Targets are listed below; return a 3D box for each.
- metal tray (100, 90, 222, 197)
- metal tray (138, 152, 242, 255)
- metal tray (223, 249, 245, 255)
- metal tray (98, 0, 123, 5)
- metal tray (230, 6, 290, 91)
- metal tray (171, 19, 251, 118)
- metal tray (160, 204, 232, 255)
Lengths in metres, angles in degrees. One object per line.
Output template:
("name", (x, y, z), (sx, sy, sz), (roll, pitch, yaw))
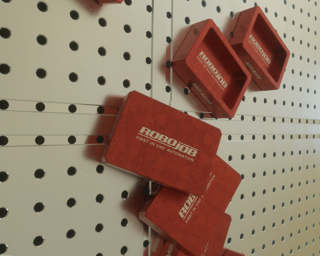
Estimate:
("metal tray", (0.004, 0.021, 0.380), (0.131, 0.030, 0.090), (23, 74, -17))
("metal tray", (0.044, 0.091, 0.418), (0.090, 0.030, 0.130), (40, 63, -6))
("metal tray", (0.125, 0.278, 0.509), (0.090, 0.030, 0.130), (-42, 116, -32))
("metal tray", (-0.061, -0.213, 0.329), (0.090, 0.030, 0.130), (-58, 140, -23))
("metal tray", (0.181, -0.138, 0.555), (0.130, 0.030, 0.090), (37, 67, -34))
("metal tray", (0.083, -0.087, 0.473), (0.130, 0.030, 0.090), (44, 64, -31))
("metal tray", (0.049, 0.174, 0.446), (0.090, 0.030, 0.130), (35, 69, -35))
